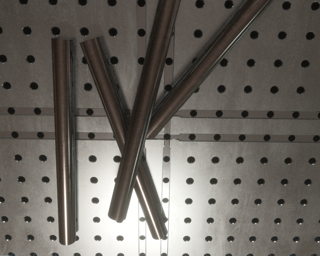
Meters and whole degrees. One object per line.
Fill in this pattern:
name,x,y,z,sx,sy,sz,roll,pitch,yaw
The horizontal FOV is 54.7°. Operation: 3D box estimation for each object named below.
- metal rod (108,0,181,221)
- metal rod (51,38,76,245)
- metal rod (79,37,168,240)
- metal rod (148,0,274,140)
metal rod,-0.021,-0.022,0.385,0.025,0.025,0.298,13,102,-5
metal rod,-0.129,0.032,0.423,0.025,0.025,0.298,4,110,-2
metal rod,-0.043,0.028,0.423,0.025,0.025,0.298,-16,110,5
metal rod,0.076,-0.102,0.376,0.025,0.025,0.299,37,106,-13
